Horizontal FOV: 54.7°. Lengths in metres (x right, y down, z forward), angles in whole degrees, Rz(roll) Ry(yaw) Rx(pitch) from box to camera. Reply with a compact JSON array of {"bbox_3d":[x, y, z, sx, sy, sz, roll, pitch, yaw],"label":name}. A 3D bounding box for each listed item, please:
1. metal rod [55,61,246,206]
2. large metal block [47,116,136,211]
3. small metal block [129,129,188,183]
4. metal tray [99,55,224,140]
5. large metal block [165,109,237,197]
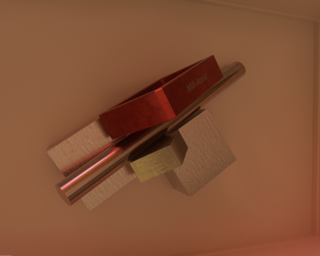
[{"bbox_3d":[0.011,-0.011,0.375,0.302,0.025,0.025,-36,102,-32],"label":"metal rod"},{"bbox_3d":[-0.075,0.036,0.367,0.080,0.050,0.080,-35,102,-17],"label":"large metal block"},{"bbox_3d":[0.000,0.030,0.345,0.050,0.050,0.025,-25,101,19],"label":"small metal block"},{"bbox_3d":[0.006,-0.037,0.349,0.131,0.090,0.030,-40,107,-49],"label":"metal tray"},{"bbox_3d":[0.040,0.031,0.412,0.080,0.050,0.080,-35,102,-17],"label":"large metal block"}]
